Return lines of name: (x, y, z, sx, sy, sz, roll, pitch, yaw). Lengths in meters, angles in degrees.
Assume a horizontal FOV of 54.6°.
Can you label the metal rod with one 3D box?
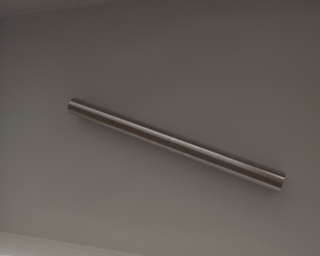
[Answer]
metal rod: (0.007, 0.016, 0.406, 0.301, 0.025, 0.025, 20, 97, 19)
